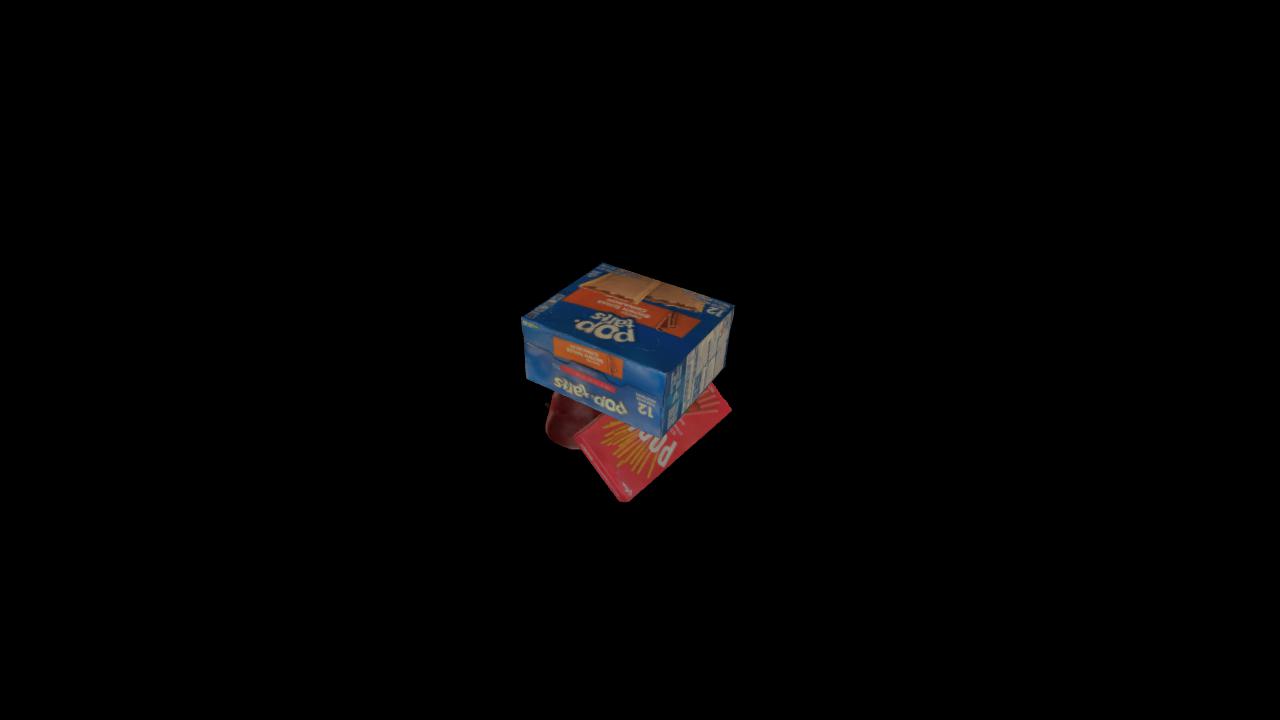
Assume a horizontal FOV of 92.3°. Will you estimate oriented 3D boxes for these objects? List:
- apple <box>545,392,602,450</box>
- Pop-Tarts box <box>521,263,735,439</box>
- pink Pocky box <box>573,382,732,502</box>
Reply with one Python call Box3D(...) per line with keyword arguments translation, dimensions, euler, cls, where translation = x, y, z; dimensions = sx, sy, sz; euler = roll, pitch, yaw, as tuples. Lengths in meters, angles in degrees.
Box3D(translation=(-0.068, 0.067, 0.727), dimensions=(0.093, 0.079, 0.079), euler=(15, -1, -2), cls="apple")
Box3D(translation=(-0.011, -0.018, 0.630), dimensions=(0.167, 0.083, 0.141), euler=(21, 41, 26), cls="Pop-Tarts box")
Box3D(translation=(0.016, 0.065, 0.631), dimensions=(0.155, 0.084, 0.029), euler=(-37, 4, -24), cls="pink Pocky box")
